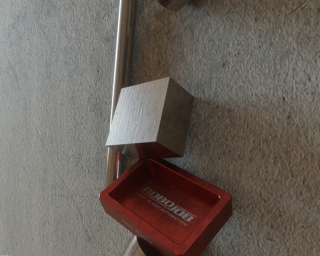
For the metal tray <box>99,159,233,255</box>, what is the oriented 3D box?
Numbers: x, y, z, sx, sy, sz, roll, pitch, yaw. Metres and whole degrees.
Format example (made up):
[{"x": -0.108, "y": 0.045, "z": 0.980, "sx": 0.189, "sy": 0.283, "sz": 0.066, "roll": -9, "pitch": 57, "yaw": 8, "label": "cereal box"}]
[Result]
[{"x": 0.005, "y": 0.087, "z": 0.358, "sx": 0.130, "sy": 0.090, "sz": 0.030, "roll": 24, "pitch": 140, "yaw": 37, "label": "metal tray"}]

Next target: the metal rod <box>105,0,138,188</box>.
[{"x": -0.056, "y": -0.059, "z": 0.450, "sx": 0.025, "sy": 0.025, "sz": 0.298, "roll": 9, "pitch": 96, "yaw": 39, "label": "metal rod"}]

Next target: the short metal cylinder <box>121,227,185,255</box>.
[{"x": -0.001, "y": 0.155, "z": 0.371, "sx": 0.080, "sy": 0.081, "sz": 0.050, "roll": 41, "pitch": 115, "yaw": 32, "label": "short metal cylinder"}]

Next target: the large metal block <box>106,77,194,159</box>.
[{"x": -0.012, "y": -0.009, "z": 0.380, "sx": 0.080, "sy": 0.050, "sz": 0.080, "roll": -7, "pitch": 62, "yaw": 39, "label": "large metal block"}]

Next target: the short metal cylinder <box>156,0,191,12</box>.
[{"x": 0.015, "y": -0.184, "z": 0.357, "sx": 0.050, "sy": 0.081, "sz": 0.080, "roll": -32, "pitch": 70, "yaw": 35, "label": "short metal cylinder"}]
